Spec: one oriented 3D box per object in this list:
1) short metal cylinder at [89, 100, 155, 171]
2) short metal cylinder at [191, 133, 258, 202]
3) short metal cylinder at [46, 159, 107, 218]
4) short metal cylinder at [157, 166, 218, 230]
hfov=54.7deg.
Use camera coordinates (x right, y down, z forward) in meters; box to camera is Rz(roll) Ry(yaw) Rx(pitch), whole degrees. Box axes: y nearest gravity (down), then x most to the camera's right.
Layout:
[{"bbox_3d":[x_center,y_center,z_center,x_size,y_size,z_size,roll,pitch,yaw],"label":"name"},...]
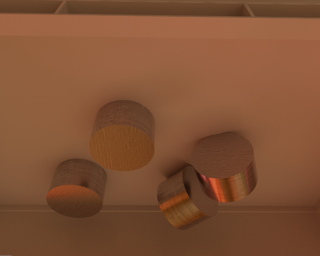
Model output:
[{"bbox_3d":[-0.047,0.011,0.401,0.081,0.050,0.079,0,130,0],"label":"short metal cylinder"},{"bbox_3d":[0.088,0.052,0.418,0.080,0.080,0.050,-13,129,11],"label":"short metal cylinder"},{"bbox_3d":[-0.124,0.092,0.470,0.081,0.050,0.079,0,130,0],"label":"short metal cylinder"},{"bbox_3d":[0.042,0.104,0.462,0.050,0.080,0.080,-37,121,27],"label":"short metal cylinder"}]
